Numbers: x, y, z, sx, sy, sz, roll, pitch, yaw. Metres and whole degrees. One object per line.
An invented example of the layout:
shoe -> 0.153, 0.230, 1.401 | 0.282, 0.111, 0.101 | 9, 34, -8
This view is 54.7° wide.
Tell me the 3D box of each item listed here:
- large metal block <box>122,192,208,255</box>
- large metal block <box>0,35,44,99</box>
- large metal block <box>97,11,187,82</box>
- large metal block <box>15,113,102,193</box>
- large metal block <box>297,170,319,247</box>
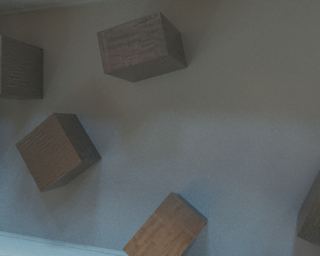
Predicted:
large metal block -> 0.011, 0.124, 0.367 | 0.050, 0.080, 0.080 | 40, 86, 15
large metal block -> -0.222, -0.085, 0.460 | 0.050, 0.080, 0.080 | 1, 90, 20
large metal block -> -0.019, -0.096, 0.388 | 0.080, 0.080, 0.050 | -12, 86, 19
large metal block -> -0.146, 0.034, 0.449 | 0.080, 0.050, 0.080 | -36, 79, 16
large metal block -> 0.198, 0.086, 0.319 | 0.080, 0.050, 0.079 | 23, 110, 18
